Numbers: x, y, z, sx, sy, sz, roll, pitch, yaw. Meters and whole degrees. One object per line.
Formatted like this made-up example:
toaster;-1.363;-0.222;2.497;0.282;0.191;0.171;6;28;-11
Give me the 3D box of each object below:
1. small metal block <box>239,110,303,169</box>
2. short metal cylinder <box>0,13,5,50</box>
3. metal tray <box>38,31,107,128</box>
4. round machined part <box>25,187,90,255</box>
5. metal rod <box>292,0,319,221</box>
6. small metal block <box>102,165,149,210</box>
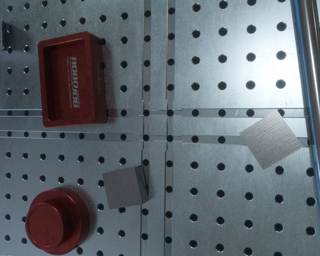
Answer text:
small metal block;0.130;0.013;0.366;0.050;0.025;0.050;-35;79;16
short metal cylinder;-0.290;-0.155;0.486;0.080;0.080;0.050;-1;90;20
metal tray;-0.129;-0.068;0.455;0.090;0.030;0.129;-5;88;19
round machined part;-0.158;0.141;0.459;0.098;0.042;0.097;0;90;20
metal rod;0.179;-0.017;0.349;0.025;0.025;0.298;-7;88;20
small metal block;-0.047;0.082;0.429;0.050;0.025;0.050;-13;86;19
